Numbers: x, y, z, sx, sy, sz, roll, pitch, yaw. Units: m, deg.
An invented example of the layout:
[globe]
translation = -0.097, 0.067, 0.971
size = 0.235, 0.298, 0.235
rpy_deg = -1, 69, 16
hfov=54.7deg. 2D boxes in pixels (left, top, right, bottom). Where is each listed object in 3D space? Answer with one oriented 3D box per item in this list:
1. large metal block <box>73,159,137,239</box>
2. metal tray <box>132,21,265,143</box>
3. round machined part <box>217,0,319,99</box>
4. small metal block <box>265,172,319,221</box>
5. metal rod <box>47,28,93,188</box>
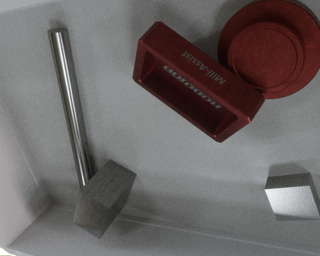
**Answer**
[large metal block]
translation = -0.086, 0.110, 0.485
size = 0.050, 0.080, 0.079
rpy_deg = 28, 128, 10
[metal tray]
translation = 0.034, -0.043, 0.331
size = 0.130, 0.030, 0.090
rpy_deg = 37, 161, 3
[round machined part]
translation = 0.103, -0.072, 0.298
size = 0.098, 0.042, 0.097
rpy_deg = 13, 124, 20
[small metal block]
translation = 0.162, 0.084, 0.375
size = 0.050, 0.025, 0.050
rpy_deg = -14, 112, 33
[metal rod]
translation = -0.128, 0.002, 0.475
size = 0.025, 0.025, 0.298
rpy_deg = 12, 124, 21
